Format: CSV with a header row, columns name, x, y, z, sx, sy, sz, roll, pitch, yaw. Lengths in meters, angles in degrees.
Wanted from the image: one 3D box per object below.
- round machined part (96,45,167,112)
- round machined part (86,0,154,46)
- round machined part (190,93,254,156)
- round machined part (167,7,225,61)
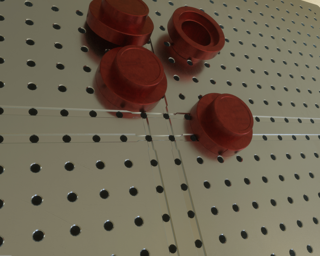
name,x,y,z,sx,sy,sz,roll,pitch,yaw
round machined part,-0.034,-0.074,0.424,0.099,0.042,0.098,13,56,-21
round machined part,-0.055,-0.166,0.456,0.099,0.042,0.098,15,43,-15
round machined part,0.097,-0.012,0.456,0.099,0.042,0.098,13,56,-21
round machined part,0.056,-0.152,0.519,0.099,0.042,0.098,13,56,-21
